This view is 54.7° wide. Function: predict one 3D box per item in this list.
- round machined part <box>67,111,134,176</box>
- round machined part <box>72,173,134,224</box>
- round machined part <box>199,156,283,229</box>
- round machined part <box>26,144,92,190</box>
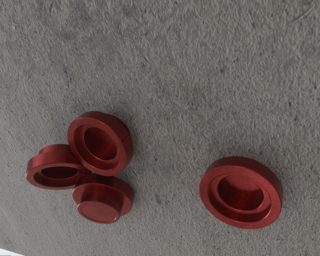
[{"bbox_3d":[-0.081,0.018,0.450,0.098,0.042,0.097,13,124,21],"label":"round machined part"},{"bbox_3d":[-0.093,0.119,0.499,0.099,0.042,0.097,5,135,5],"label":"round machined part"},{"bbox_3d":[0.103,0.076,0.389,0.098,0.042,0.097,13,124,21],"label":"round machined part"},{"bbox_3d":[-0.159,0.060,0.496,0.099,0.042,0.098,-7,147,-4],"label":"round machined part"}]
